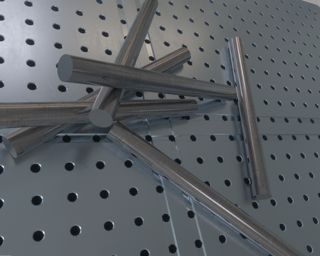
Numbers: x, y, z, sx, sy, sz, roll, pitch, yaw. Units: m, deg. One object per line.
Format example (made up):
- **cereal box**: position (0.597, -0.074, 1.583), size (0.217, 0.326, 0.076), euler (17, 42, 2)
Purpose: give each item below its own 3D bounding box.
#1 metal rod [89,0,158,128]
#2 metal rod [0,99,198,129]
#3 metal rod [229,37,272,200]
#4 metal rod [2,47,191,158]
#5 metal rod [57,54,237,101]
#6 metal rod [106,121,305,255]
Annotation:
- **metal rod**: position (-0.038, -0.111, 0.422), size (0.025, 0.025, 0.300), euler (26, 43, -12)
- **metal rod**: position (-0.070, -0.019, 0.355), size (0.302, 0.025, 0.025), euler (-5, 64, -39)
- **metal rod**: position (0.141, -0.033, 0.503), size (0.025, 0.025, 0.300), euler (13, 56, -21)
- **metal rod**: position (-0.056, -0.050, 0.407), size (0.025, 0.025, 0.302), euler (49, 51, 6)
- **metal rod**: position (0.014, -0.055, 0.391), size (0.302, 0.025, 0.025), euler (-1, 61, -49)
- **metal rod**: position (0.063, 0.089, 0.387), size (0.301, 0.025, 0.025), euler (36, 51, -4)
